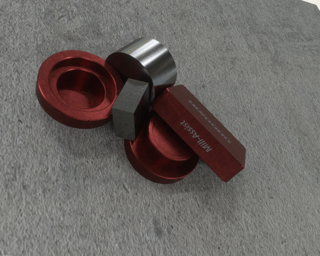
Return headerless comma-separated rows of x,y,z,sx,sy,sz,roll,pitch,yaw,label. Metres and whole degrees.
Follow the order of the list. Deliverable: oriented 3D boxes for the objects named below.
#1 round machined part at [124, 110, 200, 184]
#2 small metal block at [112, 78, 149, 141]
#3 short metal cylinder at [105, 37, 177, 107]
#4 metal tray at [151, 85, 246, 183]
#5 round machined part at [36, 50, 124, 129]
0.008,0.017,0.390,0.099,0.042,0.098,14,56,-21,round machined part
-0.033,-0.021,0.363,0.025,0.050,0.050,15,52,9,small metal block
-0.025,-0.070,0.401,0.080,0.080,0.050,44,51,2,short metal cylinder
0.055,0.001,0.404,0.130,0.030,0.090,46,19,3,metal tray
-0.095,-0.041,0.369,0.099,0.042,0.098,14,56,-21,round machined part
